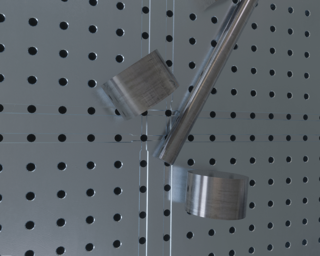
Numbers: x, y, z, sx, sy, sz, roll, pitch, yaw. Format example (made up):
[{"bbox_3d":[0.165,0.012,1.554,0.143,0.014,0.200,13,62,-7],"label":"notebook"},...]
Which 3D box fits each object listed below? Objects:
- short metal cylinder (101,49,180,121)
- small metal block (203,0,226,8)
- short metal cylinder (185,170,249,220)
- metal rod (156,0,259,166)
[{"bbox_3d":[-0.024,-0.052,0.375,0.080,0.080,0.050,-37,102,-16],"label":"short metal cylinder"},{"bbox_3d":[0.083,-0.208,0.443,0.050,0.025,0.050,-29,100,-18],"label":"small metal block"},{"bbox_3d":[0.075,0.086,0.411,0.081,0.080,0.050,6,88,-20],"label":"short metal cylinder"},{"bbox_3d":[0.076,-0.085,0.440,0.025,0.025,0.299,32,80,-18],"label":"metal rod"}]
